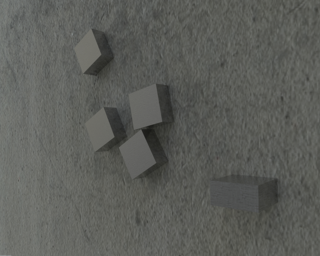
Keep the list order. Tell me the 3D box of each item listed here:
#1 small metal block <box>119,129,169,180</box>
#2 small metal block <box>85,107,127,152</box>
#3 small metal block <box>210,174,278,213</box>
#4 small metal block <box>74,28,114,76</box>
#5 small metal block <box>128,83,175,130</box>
[{"bbox_3d":[-0.023,0.036,0.422,0.050,0.025,0.050,-38,67,33],"label":"small metal block"},{"bbox_3d":[-0.083,0.003,0.471,0.050,0.025,0.050,-35,69,34],"label":"small metal block"},{"bbox_3d":[0.086,0.065,0.316,0.050,0.050,0.025,-1,90,39],"label":"small metal block"},{"bbox_3d":[-0.105,-0.119,0.489,0.050,0.025,0.050,-35,69,34],"label":"small metal block"},{"bbox_3d":[-0.012,-0.027,0.413,0.050,0.025,0.050,-16,80,38],"label":"small metal block"}]
